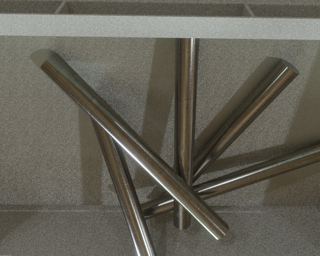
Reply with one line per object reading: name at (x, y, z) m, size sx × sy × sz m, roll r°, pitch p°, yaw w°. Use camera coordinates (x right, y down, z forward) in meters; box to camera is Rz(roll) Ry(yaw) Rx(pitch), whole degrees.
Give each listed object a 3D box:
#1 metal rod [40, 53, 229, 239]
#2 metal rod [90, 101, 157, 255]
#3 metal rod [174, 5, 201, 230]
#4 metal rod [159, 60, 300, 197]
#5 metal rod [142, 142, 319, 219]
metal rod at (-0.022, 0.030, 0.376) m, size 0.025 × 0.025 × 0.300 m, roll -38°, pitch 103°, yaw 27°
metal rod at (-0.038, 0.110, 0.415) m, size 0.025 × 0.025 × 0.298 m, roll -14°, pitch 102°, yaw 11°
metal rod at (0.030, 0.009, 0.380) m, size 0.025 × 0.025 × 0.298 m, roll -1°, pitch 119°, yaw 0°
metal rod at (0.076, 0.030, 0.435) m, size 0.025 × 0.025 × 0.298 m, roll 23°, pitch 126°, yaw -18°
metal rod at (0.105, 0.079, 0.454) m, size 0.301 × 0.025 × 0.025 m, roll -21°, pitch 128°, yaw 8°
